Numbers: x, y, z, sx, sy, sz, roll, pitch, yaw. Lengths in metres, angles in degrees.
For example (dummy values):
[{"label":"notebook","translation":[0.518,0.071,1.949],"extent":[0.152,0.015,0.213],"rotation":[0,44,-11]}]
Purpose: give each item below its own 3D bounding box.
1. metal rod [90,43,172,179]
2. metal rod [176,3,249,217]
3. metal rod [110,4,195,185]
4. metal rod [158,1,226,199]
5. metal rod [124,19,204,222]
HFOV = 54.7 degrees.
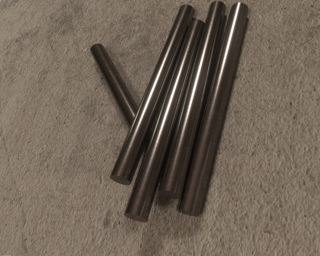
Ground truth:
[{"label":"metal rod","translation":[-0.050,-0.036,0.450],"extent":[0.025,0.025,0.300],"rotation":[-35,51,5]},{"label":"metal rod","translation":[0.072,-0.040,0.389],"extent":[0.025,0.025,0.300],"rotation":[4,63,30]},{"label":"metal rod","translation":[0.000,-0.064,0.421],"extent":[0.025,0.025,0.300],"rotation":[2,56,28]},{"label":"metal rod","translation":[0.049,-0.056,0.398],"extent":[0.025,0.025,0.300],"rotation":[1,58,28]},{"label":"metal rod","translation":[0.016,-0.031,0.392],"extent":[0.025,0.025,0.300],"rotation":[0,55,28]}]
